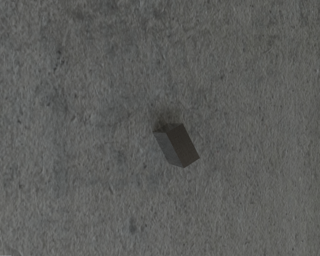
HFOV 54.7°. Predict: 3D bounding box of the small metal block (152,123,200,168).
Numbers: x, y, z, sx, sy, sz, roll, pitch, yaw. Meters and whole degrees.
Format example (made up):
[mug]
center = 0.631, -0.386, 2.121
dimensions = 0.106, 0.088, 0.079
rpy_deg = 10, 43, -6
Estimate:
[small metal block]
center = 0.020, 0.022, 0.404
dimensions = 0.025, 0.050, 0.050
rpy_deg = -30, 100, -18
